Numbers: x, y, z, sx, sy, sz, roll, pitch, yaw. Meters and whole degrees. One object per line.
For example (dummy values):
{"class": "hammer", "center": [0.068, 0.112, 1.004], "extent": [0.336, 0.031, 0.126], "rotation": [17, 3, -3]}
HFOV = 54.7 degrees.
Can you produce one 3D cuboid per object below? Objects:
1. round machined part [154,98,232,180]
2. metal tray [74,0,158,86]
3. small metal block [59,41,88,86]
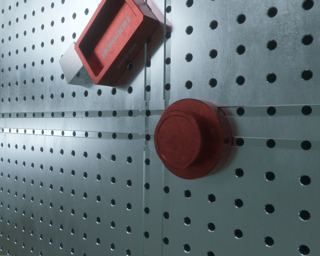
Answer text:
{"class": "round machined part", "center": [0.031, 0.013, 0.371], "extent": [0.098, 0.042, 0.097], "rotation": [0, 90, 39]}
{"class": "metal tray", "center": [-0.070, -0.137, 0.461], "extent": [0.129, 0.030, 0.090], "rotation": [-47, 63, 29]}
{"class": "small metal block", "center": [-0.140, -0.108, 0.522], "extent": [0.050, 0.025, 0.050], "rotation": [-39, 67, 33]}
